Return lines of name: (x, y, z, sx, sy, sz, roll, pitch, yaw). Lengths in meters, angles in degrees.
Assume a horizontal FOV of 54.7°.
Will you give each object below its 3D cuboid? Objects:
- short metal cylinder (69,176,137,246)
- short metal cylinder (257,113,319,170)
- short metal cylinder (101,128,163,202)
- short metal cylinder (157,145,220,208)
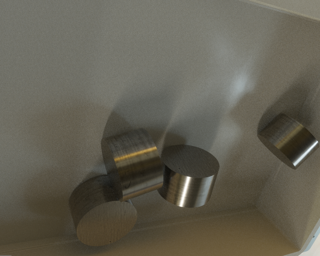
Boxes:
short metal cylinder: (-0.077, 0.112, 0.419, 0.081, 0.050, 0.079, -14, 126, -20)
short metal cylinder: (0.206, 0.021, 0.502, 0.050, 0.080, 0.080, -45, 130, 3)
short metal cylinder: (-0.036, 0.045, 0.382, 0.050, 0.080, 0.079, -16, 125, -20)
short metal cylinder: (0.038, 0.066, 0.437, 0.081, 0.080, 0.050, -5, 121, -27)
